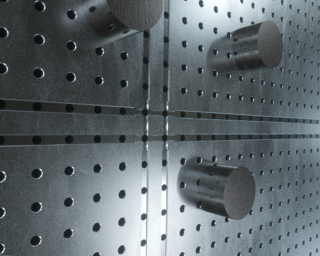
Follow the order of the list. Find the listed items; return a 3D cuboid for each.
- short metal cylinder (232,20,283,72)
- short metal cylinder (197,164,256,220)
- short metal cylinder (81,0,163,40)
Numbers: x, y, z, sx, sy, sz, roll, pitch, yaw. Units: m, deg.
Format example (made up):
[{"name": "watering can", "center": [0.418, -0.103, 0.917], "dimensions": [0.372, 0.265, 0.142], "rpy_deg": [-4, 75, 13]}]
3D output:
[{"name": "short metal cylinder", "center": [0.170, -0.140, 0.538], "dimensions": [0.081, 0.050, 0.079], "rpy_deg": [0, 90, -40]}, {"name": "short metal cylinder", "center": [0.105, 0.098, 0.484], "dimensions": [0.081, 0.050, 0.079], "rpy_deg": [0, 90, -40]}, {"name": "short metal cylinder", "center": [-0.043, -0.147, 0.358], "dimensions": [0.081, 0.050, 0.079], "rpy_deg": [0, 90, -40]}]
